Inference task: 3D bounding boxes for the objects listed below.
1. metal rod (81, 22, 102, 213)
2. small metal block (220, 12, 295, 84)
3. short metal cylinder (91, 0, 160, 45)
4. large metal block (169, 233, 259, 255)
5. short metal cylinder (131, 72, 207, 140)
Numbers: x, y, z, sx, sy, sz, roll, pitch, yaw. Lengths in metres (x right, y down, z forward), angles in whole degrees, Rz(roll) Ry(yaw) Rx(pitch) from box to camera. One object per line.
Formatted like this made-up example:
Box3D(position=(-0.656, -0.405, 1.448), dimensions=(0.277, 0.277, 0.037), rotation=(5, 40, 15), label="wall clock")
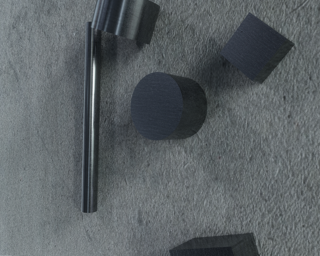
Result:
Box3D(position=(-0.109, -0.016, 0.495), dimensions=(0.025, 0.025, 0.298), rotation=(3, 92, 40), label="metal rod")
Box3D(position=(0.100, -0.082, 0.323), dimensions=(0.050, 0.025, 0.050), rotation=(50, 119, 28), label="small metal block")
Box3D(position=(-0.045, -0.145, 0.406), dimensions=(0.080, 0.081, 0.050), rotation=(27, 107, 36), label="short metal cylinder")
Box3D(position=(0.065, 0.164, 0.335), dimensions=(0.080, 0.050, 0.080), rotation=(-22, 77, 38), label="large metal block")
Box3D(position=(0.010, -0.025, 0.380), dimensions=(0.080, 0.050, 0.079), rotation=(0, 90, 40), label="short metal cylinder")
